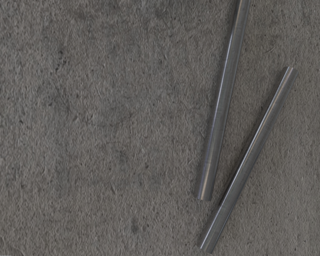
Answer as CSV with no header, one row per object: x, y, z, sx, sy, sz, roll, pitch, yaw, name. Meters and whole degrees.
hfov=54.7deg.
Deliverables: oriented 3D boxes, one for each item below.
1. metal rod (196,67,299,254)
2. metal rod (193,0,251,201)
0.133,0.040,0.458,0.025,0.025,0.300,32,80,-17,metal rod
0.090,-0.047,0.442,0.025,0.025,0.298,14,85,-20,metal rod
